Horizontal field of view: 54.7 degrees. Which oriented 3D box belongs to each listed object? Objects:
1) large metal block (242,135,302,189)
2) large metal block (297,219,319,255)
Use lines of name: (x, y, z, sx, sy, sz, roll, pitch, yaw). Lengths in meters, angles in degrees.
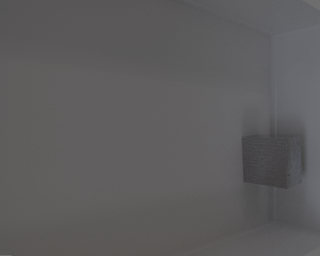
large metal block: (0.190, 0.054, 0.530, 0.050, 0.080, 0.079, -5, 94, -40)
large metal block: (0.350, 0.258, 0.687, 0.081, 0.050, 0.079, -8, 96, -40)
